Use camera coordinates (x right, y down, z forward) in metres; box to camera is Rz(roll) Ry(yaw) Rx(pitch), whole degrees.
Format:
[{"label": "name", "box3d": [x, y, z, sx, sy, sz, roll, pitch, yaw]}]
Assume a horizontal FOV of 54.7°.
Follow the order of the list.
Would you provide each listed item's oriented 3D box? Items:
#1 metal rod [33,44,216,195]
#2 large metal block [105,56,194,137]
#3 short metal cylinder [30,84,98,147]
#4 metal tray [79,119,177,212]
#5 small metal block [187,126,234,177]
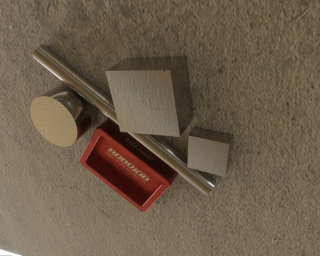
[{"label": "metal rod", "box3d": [-0.049, -0.012, 0.424, 0.300, 0.025, 0.025, 39, 129, 1]}, {"label": "large metal block", "box3d": [-0.009, -0.039, 0.371, 0.080, 0.050, 0.079, 4, 121, 25]}, {"label": "short metal cylinder", "box3d": [-0.138, -0.020, 0.450, 0.080, 0.050, 0.079, 13, 124, 20]}, {"label": "metal tray", "box3d": [-0.050, 0.058, 0.466, 0.130, 0.030, 0.089, 38, 129, 2]}, {"label": "small metal block", "box3d": [0.063, 0.029, 0.393, 0.050, 0.025, 0.050, 12, 124, 21]}]
